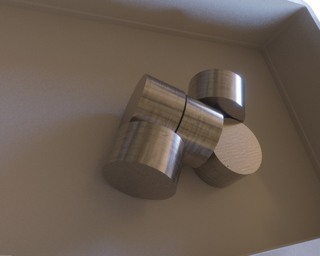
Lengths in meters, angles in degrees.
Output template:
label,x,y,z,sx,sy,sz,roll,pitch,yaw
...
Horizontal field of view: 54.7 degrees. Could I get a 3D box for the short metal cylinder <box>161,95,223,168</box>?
label,x,y,z,sx,sy,sz,roll,pitch,yaw
short metal cylinder,0.035,0.004,0.387,0.050,0.080,0.080,24,53,-14

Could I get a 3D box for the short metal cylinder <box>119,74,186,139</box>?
label,x,y,z,sx,sy,sz,roll,pitch,yaw
short metal cylinder,-0.011,-0.019,0.375,0.050,0.080,0.080,23,53,-15

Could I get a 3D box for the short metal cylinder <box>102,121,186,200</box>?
label,x,y,z,sx,sy,sz,roll,pitch,yaw
short metal cylinder,-0.016,0.037,0.338,0.080,0.080,0.050,26,53,-13

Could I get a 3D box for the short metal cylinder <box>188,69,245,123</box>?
label,x,y,z,sx,sy,sz,roll,pitch,yaw
short metal cylinder,0.078,-0.037,0.434,0.080,0.080,0.050,21,54,-16

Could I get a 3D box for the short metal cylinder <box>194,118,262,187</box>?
label,x,y,z,sx,sy,sz,roll,pitch,yaw
short metal cylinder,0.088,0.033,0.416,0.081,0.050,0.080,14,56,-21
